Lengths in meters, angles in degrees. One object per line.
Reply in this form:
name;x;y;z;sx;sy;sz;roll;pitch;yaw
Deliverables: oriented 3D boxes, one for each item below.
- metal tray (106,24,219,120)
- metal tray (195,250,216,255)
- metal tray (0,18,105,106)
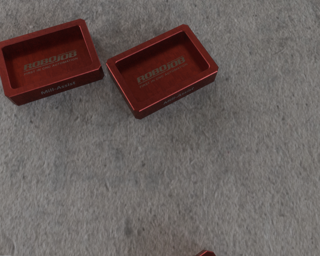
metal tray;0.003;-0.081;0.434;0.131;0.030;0.090;-28;73;-10
metal tray;0.054;0.211;0.329;0.090;0.030;0.130;-32;73;-11
metal tray;-0.155;-0.094;0.437;0.131;0.030;0.090;-19;71;-8
